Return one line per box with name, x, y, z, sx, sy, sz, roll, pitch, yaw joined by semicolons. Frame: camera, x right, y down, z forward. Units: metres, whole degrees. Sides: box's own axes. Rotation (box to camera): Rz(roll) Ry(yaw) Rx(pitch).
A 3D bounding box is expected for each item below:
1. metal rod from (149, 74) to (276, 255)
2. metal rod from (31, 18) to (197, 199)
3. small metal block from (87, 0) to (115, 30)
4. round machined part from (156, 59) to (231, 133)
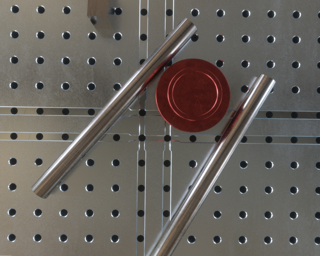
metal rod;0.066;0.062;0.414;0.025;0.025;0.299;31;90;-1
metal rod;-0.060;-0.026;0.412;0.025;0.025;0.300;42;90;-1
small metal block;-0.074;-0.160;0.400;0.025;0.050;0.050;3;90;0
round machined part;0.043;-0.043;0.405;0.099;0.042;0.097;0;90;-1
